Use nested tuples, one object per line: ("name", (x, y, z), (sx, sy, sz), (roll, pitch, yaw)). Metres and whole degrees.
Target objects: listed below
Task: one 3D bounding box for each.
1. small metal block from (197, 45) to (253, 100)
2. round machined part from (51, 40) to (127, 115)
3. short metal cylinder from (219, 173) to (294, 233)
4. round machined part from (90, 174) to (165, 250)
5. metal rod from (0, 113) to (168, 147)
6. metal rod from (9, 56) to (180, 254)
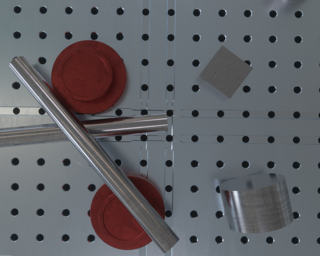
("small metal block", (0.086, -0.073, 0.414), (0.050, 0.025, 0.050), (37, 90, 0))
("round machined part", (-0.093, -0.067, 0.404), (0.099, 0.042, 0.097), (0, 90, 0))
("short metal cylinder", (0.119, 0.091, 0.387), (0.080, 0.080, 0.050), (-12, 90, 0))
("round machined part", (-0.043, 0.112, 0.404), (0.099, 0.042, 0.097), (0, 90, 0))
("metal rod", (-0.141, 0.006, 0.412), (0.302, 0.025, 0.025), (-5, 90, 0))
("metal rod", (-0.086, 0.026, 0.381), (0.025, 0.025, 0.300), (-42, 82, 0))
